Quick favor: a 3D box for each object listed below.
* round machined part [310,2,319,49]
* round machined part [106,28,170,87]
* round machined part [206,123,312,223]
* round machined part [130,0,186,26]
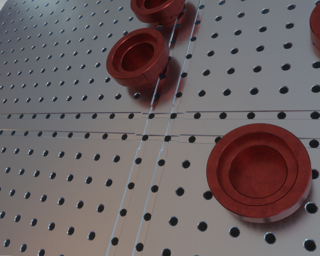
[{"bbox_3d":[0.228,-0.133,0.359,0.098,0.042,0.098,-13,56,21],"label":"round machined part"},{"bbox_3d":[-0.030,-0.103,0.477,0.098,0.042,0.098,-13,56,21],"label":"round machined part"},{"bbox_3d":[0.101,0.048,0.316,0.098,0.042,0.098,-13,56,21],"label":"round machined part"},{"bbox_3d":[0.002,-0.215,0.529,0.098,0.042,0.098,-13,56,21],"label":"round machined part"}]
